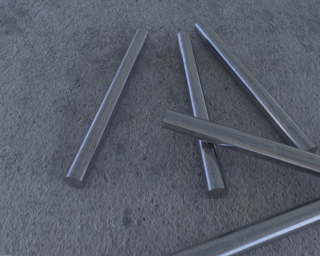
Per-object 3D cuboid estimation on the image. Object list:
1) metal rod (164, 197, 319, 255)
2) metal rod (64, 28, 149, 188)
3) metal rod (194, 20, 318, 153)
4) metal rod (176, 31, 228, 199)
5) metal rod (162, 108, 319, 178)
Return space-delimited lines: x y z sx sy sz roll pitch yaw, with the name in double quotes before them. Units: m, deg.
"metal rod" 0.061 0.118 0.304 0.302 0.025 0.025 -16 52 -13
"metal rod" -0.064 -0.050 0.444 0.025 0.025 0.300 10 51 8
"metal rod" 0.127 -0.076 0.467 0.025 0.025 0.300 -17 52 -13
"metal rod" 0.052 -0.042 0.438 0.025 0.025 0.300 -3 50 -3
"metal rod" 0.149 0.033 0.355 0.301 0.025 0.025 18 52 6
